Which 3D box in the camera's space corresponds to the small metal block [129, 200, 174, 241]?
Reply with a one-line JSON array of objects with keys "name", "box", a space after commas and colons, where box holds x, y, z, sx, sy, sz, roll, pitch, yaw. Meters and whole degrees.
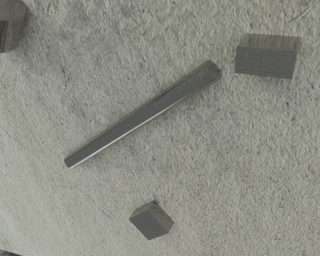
[{"name": "small metal block", "box": [-0.014, 0.151, 0.506, 0.050, 0.025, 0.050, 49, 128, -7]}]

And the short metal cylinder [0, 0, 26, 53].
[{"name": "short metal cylinder", "box": [-0.219, -0.142, 0.397, 0.080, 0.080, 0.050, 38, 129, 2]}]

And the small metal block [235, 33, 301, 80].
[{"name": "small metal block", "box": [0.103, -0.070, 0.293, 0.050, 0.050, 0.025, 11, 123, 21]}]

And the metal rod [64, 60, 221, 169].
[{"name": "metal rod", "box": [-0.045, -0.004, 0.426, 0.299, 0.025, 0.025, -30, 102, 37]}]
